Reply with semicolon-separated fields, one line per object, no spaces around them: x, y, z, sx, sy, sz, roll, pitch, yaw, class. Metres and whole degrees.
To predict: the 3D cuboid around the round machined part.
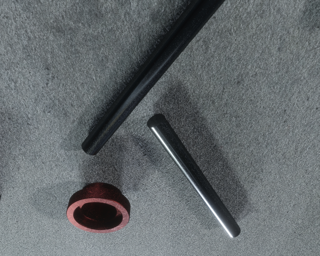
-0.097;0.126;0.502;0.099;0.042;0.097;-1;130;0;round machined part

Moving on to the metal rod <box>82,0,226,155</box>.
-0.009;-0.065;0.351;0.025;0.025;0.299;29;124;-23;metal rod

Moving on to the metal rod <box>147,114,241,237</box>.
0.065;0.090;0.484;0.025;0.025;0.300;-23;127;18;metal rod
